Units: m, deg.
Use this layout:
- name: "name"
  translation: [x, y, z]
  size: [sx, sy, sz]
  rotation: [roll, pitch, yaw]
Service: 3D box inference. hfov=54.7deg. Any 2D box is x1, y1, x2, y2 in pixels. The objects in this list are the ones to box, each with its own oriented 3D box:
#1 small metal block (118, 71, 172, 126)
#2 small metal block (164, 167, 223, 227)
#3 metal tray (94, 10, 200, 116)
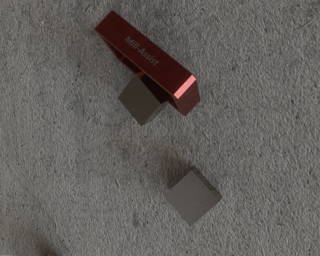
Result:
- name: "small metal block"
  translation: [-0.020, -0.039, 0.404]
  size: [0.050, 0.025, 0.050]
  rotation: [50, 132, 8]
- name: "small metal block"
  translation: [0.042, 0.087, 0.394]
  size: [0.050, 0.025, 0.050]
  rotation: [-45, 76, 14]
- name: "metal tray"
  translation: [-0.012, -0.075, 0.375]
  size: [0.130, 0.090, 0.030]
  rotation: [42, 89, 15]
